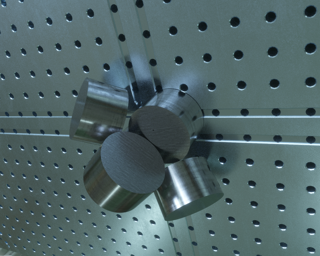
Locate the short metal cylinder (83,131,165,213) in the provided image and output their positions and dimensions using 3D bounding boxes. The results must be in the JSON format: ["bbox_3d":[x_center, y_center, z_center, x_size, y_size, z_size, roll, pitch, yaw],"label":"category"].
[{"bbox_3d":[-0.041,0.051,0.361,0.080,0.080,0.050,41,129,-1],"label":"short metal cylinder"}]

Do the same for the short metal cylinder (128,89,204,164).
[{"bbox_3d":[0.008,-0.002,0.387,0.080,0.050,0.079,13,124,20],"label":"short metal cylinder"}]

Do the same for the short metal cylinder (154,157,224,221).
[{"bbox_3d":[0.034,0.078,0.396,0.080,0.081,0.050,-47,56,39],"label":"short metal cylinder"}]

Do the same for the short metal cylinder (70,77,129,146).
[{"bbox_3d":[-0.079,-0.019,0.395,0.050,0.080,0.080,15,133,-23],"label":"short metal cylinder"}]

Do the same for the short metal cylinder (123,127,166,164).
[{"bbox_3d":[-0.035,0.043,0.438,0.080,0.050,0.079,13,124,20],"label":"short metal cylinder"}]
